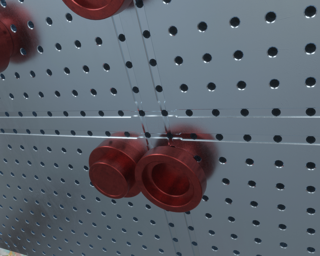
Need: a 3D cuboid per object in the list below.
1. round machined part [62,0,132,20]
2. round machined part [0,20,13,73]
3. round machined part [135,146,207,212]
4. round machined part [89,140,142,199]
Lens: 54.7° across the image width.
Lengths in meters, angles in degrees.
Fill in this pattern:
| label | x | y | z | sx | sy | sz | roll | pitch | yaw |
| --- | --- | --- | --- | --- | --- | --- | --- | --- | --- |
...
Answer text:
| label | x | y | z | sx | sy | sz | roll | pitch | yaw |
| --- | --- | --- | --- | --- | --- | --- | --- | --- | --- |
| round machined part | -0.065 | -0.169 | 0.329 | 0.098 | 0.042 | 0.097 | 13 | 124 | 20 |
| round machined part | -0.258 | -0.127 | 0.455 | 0.098 | 0.042 | 0.097 | 13 | 124 | 20 |
| round machined part | 0.018 | 0.066 | 0.430 | 0.098 | 0.042 | 0.097 | 13 | 124 | 20 |
| round machined part | -0.070 | 0.070 | 0.479 | 0.098 | 0.042 | 0.097 | 13 | 124 | 20 |
